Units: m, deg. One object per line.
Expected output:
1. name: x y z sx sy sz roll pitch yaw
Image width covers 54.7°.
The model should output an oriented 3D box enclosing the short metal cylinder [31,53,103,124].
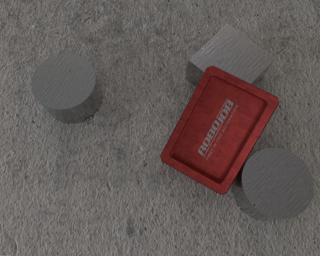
1. short metal cylinder: -0.121 -0.052 0.413 0.081 0.050 0.080 0 70 0

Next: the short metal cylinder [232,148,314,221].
1. short metal cylinder: 0.132 0.069 0.371 0.081 0.050 0.080 0 70 0

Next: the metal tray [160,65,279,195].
1. metal tray: 0.070 0.002 0.375 0.090 0.030 0.129 29 100 10

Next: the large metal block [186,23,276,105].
1. large metal block: 0.094 -0.081 0.425 0.080 0.050 0.080 42 75 13
